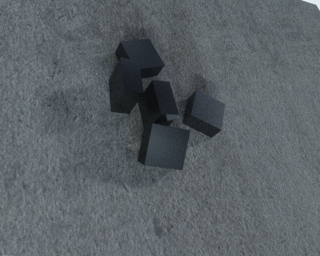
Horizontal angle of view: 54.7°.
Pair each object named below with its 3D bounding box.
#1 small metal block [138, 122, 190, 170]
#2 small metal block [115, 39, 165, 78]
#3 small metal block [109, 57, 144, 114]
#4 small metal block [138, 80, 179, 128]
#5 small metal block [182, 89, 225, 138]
[{"bbox_3d":[0.005,0.022,0.379,0.050,0.025,0.050,11,91,-23],"label":"small metal block"},{"bbox_3d":[-0.030,-0.100,0.451,0.050,0.025,0.050,-17,71,-35],"label":"small metal block"},{"bbox_3d":[-0.045,-0.053,0.397,0.025,0.050,0.050,6,59,-26],"label":"small metal block"},{"bbox_3d":[-0.004,-0.027,0.403,0.025,0.050,0.050,0,62,-29],"label":"small metal block"},{"bbox_3d":[0.065,-0.021,0.454,0.050,0.025,0.050,26,53,-13],"label":"small metal block"}]
